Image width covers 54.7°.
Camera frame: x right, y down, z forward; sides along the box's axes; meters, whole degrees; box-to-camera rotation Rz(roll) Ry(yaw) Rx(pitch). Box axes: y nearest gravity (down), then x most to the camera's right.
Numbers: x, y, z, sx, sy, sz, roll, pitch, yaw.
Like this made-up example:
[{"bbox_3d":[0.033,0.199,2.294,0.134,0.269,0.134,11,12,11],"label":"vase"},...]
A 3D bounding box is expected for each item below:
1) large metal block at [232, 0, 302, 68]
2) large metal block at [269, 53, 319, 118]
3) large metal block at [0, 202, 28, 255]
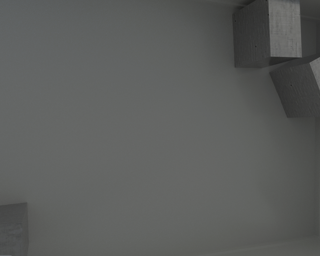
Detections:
[{"bbox_3d":[0.147,-0.131,0.435,0.050,0.080,0.079,-3,91,-20],"label":"large metal block"},{"bbox_3d":[0.223,-0.063,0.463,0.050,0.080,0.080,-28,100,-18],"label":"large metal block"},{"bbox_3d":[-0.180,0.115,0.315,0.081,0.080,0.050,-2,91,-20],"label":"large metal block"}]
